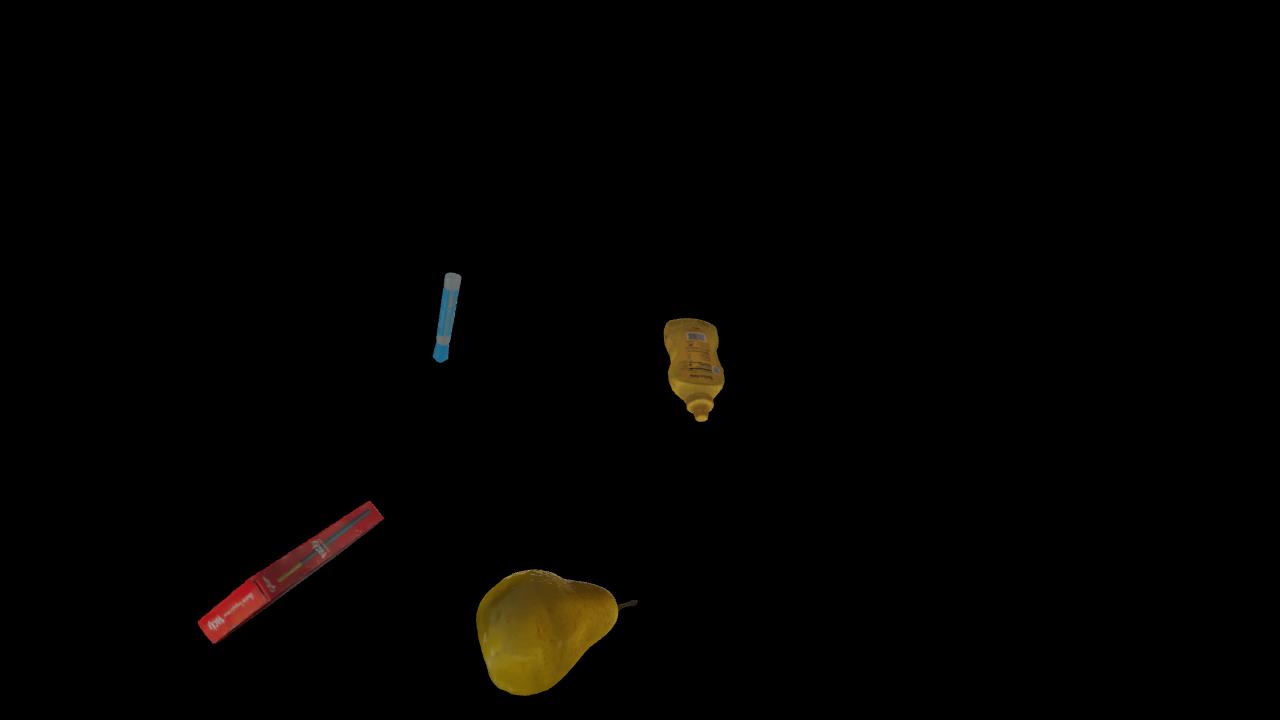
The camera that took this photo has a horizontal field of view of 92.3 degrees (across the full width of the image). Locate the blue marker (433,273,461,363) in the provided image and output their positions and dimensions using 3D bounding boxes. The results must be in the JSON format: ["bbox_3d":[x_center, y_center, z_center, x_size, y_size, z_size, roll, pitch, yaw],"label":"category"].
[{"bbox_3d":[-0.237,-0.049,0.752,0.020,0.121,0.020,14,29,-8],"label":"blue marker"}]

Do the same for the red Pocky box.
[{"bbox_3d":[-0.319,0.192,0.577,0.083,0.028,0.155,-36,2,17],"label":"red Pocky box"}]

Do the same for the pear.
[{"bbox_3d":[-0.052,0.177,0.418,0.111,0.080,0.080,-14,4,-16],"label":"pear"}]

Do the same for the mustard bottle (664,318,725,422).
[{"bbox_3d":[0.088,0.017,0.971,0.092,0.184,0.054,9,-40,-16],"label":"mustard bottle"}]
